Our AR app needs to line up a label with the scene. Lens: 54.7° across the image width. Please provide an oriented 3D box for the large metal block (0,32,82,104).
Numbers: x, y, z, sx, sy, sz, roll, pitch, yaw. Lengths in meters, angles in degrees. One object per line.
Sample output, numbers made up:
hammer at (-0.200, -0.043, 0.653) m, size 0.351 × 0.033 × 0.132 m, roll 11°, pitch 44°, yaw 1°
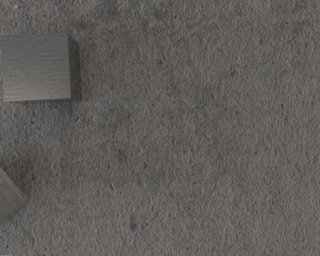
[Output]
large metal block at (-0.149, -0.073, 0.396) m, size 0.081 × 0.050 × 0.080 m, roll -3°, pitch 90°, yaw 0°

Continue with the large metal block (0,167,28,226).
large metal block at (-0.211, 0.078, 0.374) m, size 0.080 × 0.080 × 0.050 m, roll 50°, pitch 56°, yaw 0°
